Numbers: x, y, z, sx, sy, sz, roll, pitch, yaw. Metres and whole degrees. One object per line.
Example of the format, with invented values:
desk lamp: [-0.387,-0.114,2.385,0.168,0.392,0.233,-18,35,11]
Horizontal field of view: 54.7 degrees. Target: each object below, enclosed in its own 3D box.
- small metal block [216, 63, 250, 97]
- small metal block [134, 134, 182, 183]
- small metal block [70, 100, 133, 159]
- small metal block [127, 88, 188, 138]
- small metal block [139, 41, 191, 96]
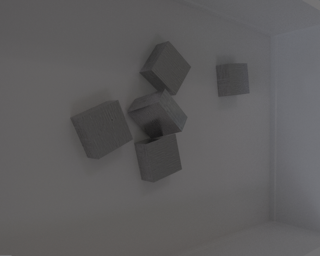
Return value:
small metal block: [0.119,-0.079,0.506,0.050,0.025,0.050,-11,97,-39]
small metal block: [-0.002,0.037,0.405,0.050,0.025,0.050,-18,102,-38]
small metal block: [-0.065,0.001,0.352,0.050,0.025,0.050,-31,109,-36]
small metal block: [-0.003,-0.016,0.385,0.050,0.050,0.025,50,45,-29]
small metal block: [0.008,-0.078,0.413,0.050,0.025,0.050,42,64,-32]
